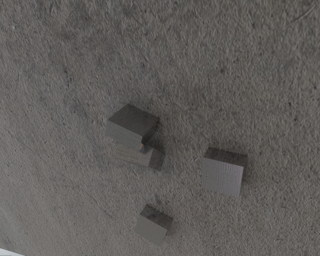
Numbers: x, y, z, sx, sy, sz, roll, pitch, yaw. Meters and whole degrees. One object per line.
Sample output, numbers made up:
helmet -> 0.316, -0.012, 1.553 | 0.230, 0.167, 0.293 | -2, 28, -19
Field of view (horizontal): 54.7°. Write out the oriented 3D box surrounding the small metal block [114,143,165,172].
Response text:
small metal block -> -0.027, 0.039, 0.427 | 0.050, 0.050, 0.025 | 12, 79, 21

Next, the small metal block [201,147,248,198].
small metal block -> 0.082, 0.057, 0.399 | 0.050, 0.025, 0.050 | 12, 124, 21

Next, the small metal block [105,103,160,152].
small metal block -> -0.036, -0.002, 0.408 | 0.050, 0.050, 0.025 | 25, 127, 12

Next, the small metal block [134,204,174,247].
small metal block -> -0.011, 0.162, 0.513 | 0.050, 0.025, 0.050 | 26, 128, 12
